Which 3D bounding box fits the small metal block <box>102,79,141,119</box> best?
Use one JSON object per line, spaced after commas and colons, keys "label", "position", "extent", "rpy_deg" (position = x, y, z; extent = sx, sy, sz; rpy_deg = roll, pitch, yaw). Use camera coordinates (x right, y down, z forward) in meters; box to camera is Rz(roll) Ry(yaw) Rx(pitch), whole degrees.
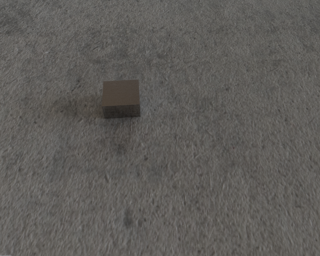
{"label": "small metal block", "position": [-0.054, -0.041, 0.438], "extent": [0.050, 0.025, 0.050], "rpy_deg": [-3, 50, -3]}
